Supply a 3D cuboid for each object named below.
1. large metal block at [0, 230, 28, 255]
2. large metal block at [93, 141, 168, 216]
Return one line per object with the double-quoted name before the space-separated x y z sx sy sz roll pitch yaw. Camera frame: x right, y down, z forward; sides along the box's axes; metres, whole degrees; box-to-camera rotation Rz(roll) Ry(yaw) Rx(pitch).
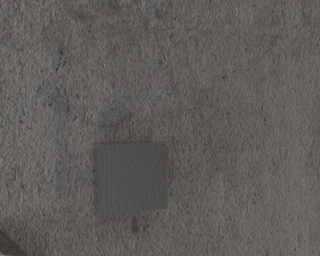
"large metal block" -0.186 0.164 0.328 0.080 0.050 0.080 -43 104 -15
"large metal block" -0.038 0.058 0.382 0.081 0.050 0.080 -1 91 -20
